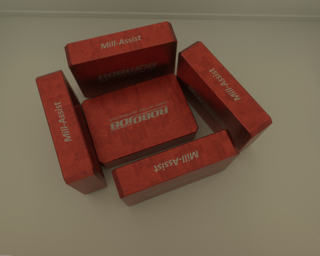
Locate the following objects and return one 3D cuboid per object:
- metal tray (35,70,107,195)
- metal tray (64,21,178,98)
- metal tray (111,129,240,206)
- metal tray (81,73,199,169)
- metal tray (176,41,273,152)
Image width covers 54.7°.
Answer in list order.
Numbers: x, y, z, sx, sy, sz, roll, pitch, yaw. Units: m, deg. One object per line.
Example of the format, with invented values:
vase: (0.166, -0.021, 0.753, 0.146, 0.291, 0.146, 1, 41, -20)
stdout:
metal tray: (-0.103, 0.008, 0.369, 0.030, 0.090, 0.130, -20, 72, -7)
metal tray: (-0.046, -0.085, 0.404, 0.131, 0.090, 0.030, -15, 71, -6)
metal tray: (0.017, 0.049, 0.355, 0.131, 0.090, 0.030, -19, 72, -7)
metal tray: (-0.027, -0.011, 0.408, 0.131, 0.030, 0.090, -19, 71, -7)
metal tray: (0.072, -0.034, 0.387, 0.030, 0.090, 0.130, -35, 74, -11)
